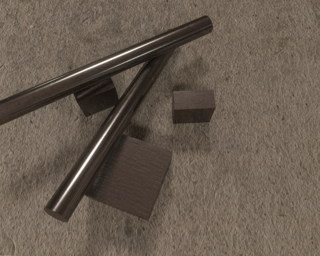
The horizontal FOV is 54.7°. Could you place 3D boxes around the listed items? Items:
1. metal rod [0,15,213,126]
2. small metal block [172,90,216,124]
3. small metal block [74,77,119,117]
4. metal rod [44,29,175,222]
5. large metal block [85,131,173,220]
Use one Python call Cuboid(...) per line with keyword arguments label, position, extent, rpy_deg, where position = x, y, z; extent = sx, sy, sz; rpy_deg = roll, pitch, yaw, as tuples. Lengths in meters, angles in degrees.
Cuboid(label="metal rod", position=(-0.061, -0.077, 0.382), extent=(0.302, 0.025, 0.025), rpy_deg=(-28, 73, -18))
Cuboid(label="small metal block", position=(0.042, -0.027, 0.405), extent=(0.050, 0.050, 0.025), rpy_deg=(-3, 70, -1))
Cuboid(label="small metal block", position=(-0.084, -0.043, 0.410), extent=(0.050, 0.050, 0.025), rpy_deg=(-23, 72, -9))
Cuboid(label="metal rod", position=(-0.039, -0.027, 0.374), extent=(0.025, 0.025, 0.301), rpy_deg=(23, 55, 8))
Cuboid(label="large metal block", position=(-0.037, 0.058, 0.373), extent=(0.080, 0.050, 0.080), rpy_deg=(20, 71, 6))
